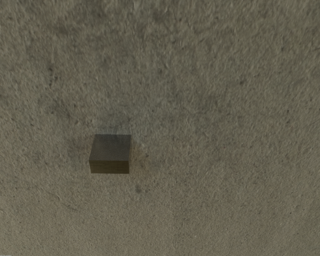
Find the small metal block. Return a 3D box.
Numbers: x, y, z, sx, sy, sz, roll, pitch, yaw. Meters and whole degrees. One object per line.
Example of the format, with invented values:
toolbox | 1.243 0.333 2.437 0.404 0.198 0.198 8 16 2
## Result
small metal block | -0.065 0.035 0.419 0.050 0.050 0.025 1 130 -1
